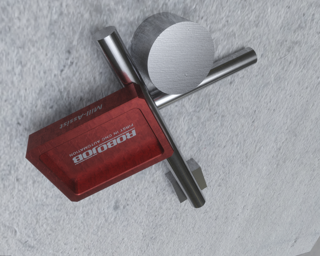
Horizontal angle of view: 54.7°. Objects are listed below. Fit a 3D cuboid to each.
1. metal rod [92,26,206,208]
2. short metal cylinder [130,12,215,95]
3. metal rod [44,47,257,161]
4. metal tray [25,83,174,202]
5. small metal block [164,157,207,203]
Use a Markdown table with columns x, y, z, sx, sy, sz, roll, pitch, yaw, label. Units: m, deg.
| x | y | z | sx | sy | sz | roll | pitch | yaw | label |
| --- | --- | --- | --- | --- | --- | --- | --- | --- | --- |
| 0.003 | 0.012 | 0.387 | 0.025 | 0.025 | 0.299 | -34 | 129 | -6 | metal rod |
| 0.013 | -0.084 | 0.348 | 0.081 | 0.050 | 0.079 | -14 | 125 | -21 | short metal cylinder |
| -0.009 | -0.032 | 0.385 | 0.302 | 0.025 | 0.025 | -26 | 128 | -12 | metal rod |
| -0.061 | 0.019 | 0.335 | 0.130 | 0.030 | 0.090 | -26 | 129 | 3 | metal tray |
| 0.041 | 0.082 | 0.483 | 0.050 | 0.025 | 0.050 | -30 | 129 | -10 | small metal block |
